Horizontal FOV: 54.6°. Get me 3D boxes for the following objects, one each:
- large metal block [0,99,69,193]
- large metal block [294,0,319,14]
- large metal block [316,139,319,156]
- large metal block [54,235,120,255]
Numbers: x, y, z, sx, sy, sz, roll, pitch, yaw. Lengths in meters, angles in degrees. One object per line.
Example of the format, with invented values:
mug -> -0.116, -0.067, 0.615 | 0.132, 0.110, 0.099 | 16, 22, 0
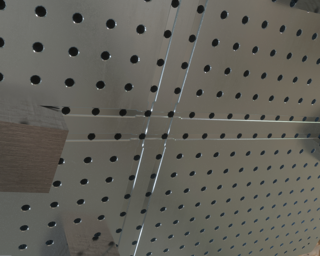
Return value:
large metal block -> -0.151, 0.019, 0.324 | 0.081, 0.050, 0.080 | 10, 113, -33
large metal block -> 0.201, -0.200, 0.380 | 0.080, 0.050, 0.080 | 29, 102, -38
large metal block -> 0.367, 0.037, 0.617 | 0.080, 0.050, 0.080 | -40, 129, -1
large metal block -> -0.115, 0.210, 0.462 | 0.080, 0.050, 0.080 | 20, 108, -36
